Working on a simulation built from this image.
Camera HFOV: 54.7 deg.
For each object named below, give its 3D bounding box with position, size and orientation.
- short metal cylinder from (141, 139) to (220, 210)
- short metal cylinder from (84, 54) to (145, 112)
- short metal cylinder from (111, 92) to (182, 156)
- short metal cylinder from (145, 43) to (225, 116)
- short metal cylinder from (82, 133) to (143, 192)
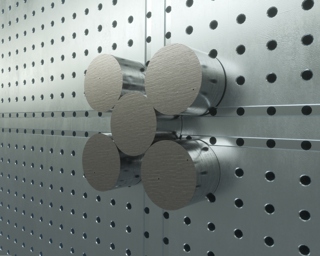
[{"bbox_3d":[0.024,0.053,0.371,0.080,0.050,0.079,0,90,39],"label":"short metal cylinder"},{"bbox_3d":[-0.063,-0.061,0.442,0.080,0.050,0.079,0,90,39],"label":"short metal cylinder"},{"bbox_3d":[-0.019,-0.005,0.406,0.080,0.050,0.079,0,90,39],"label":"short metal cylinder"},{"bbox_3d":[0.029,-0.054,0.365,0.080,0.050,0.079,0,90,39],"label":"short metal cylinder"},{"bbox_3d":[-0.066,0.047,0.444,0.080,0.050,0.079,0,90,39],"label":"short metal cylinder"}]
